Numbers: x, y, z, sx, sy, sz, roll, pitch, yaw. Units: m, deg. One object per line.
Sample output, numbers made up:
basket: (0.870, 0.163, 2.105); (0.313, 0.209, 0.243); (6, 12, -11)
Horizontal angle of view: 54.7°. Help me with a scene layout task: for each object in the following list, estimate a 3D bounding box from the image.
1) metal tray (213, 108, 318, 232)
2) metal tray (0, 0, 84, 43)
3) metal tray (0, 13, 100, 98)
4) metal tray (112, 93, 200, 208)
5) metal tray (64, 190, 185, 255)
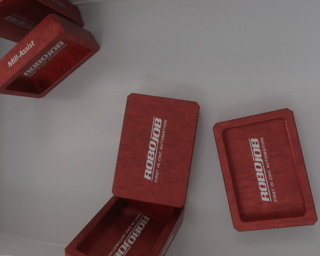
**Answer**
metal tray: (0.121, 0.049, 0.364); (0.090, 0.030, 0.129); (-13, 86, 19)
metal tray: (-0.178, -0.152, 0.418); (0.090, 0.130, 0.030); (-21, 83, 19)
metal tray: (-0.160, -0.093, 0.432); (0.130, 0.090, 0.030); (-35, 79, 16)
metal tray: (-0.004, 0.027, 0.391); (0.090, 0.030, 0.129); (9, 87, 6)
metal tray: (-0.035, 0.126, 0.367); (0.090, 0.131, 0.030); (17, 121, 19)
